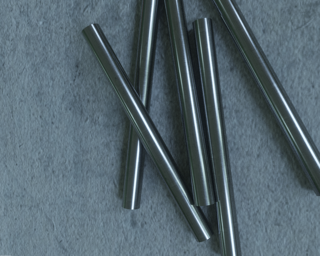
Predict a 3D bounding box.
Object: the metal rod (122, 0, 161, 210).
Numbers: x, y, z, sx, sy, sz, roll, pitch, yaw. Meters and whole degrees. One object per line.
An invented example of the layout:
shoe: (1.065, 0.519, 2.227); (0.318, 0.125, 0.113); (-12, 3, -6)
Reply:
metal rod: (-0.025, -0.041, 0.416); (0.025, 0.025, 0.298); (7, 92, 19)

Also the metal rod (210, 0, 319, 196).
metal rod: (0.122, -0.063, 0.365); (0.025, 0.025, 0.299); (-28, 81, 17)

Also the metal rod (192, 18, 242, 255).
metal rod: (0.070, 0.015, 0.383); (0.025, 0.025, 0.298); (-7, 88, 19)

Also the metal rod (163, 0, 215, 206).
metal rod: (0.033, -0.055, 0.389); (0.025, 0.025, 0.298); (-10, 84, 19)

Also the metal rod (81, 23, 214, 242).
metal rod: (-0.016, 0.005, 0.391); (0.025, 0.025, 0.299); (-29, 89, 17)
